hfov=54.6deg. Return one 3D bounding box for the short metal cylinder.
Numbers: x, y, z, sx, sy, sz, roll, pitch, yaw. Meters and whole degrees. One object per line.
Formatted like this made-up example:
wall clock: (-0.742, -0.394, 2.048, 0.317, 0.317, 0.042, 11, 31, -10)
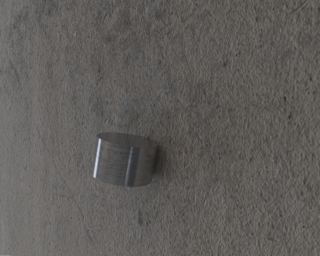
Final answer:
short metal cylinder: (-0.046, 0.039, 0.408, 0.080, 0.081, 0.050, 17, 101, 39)
